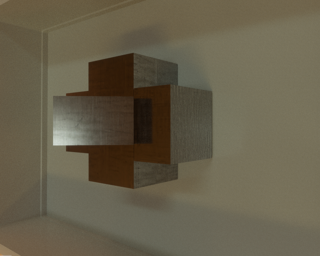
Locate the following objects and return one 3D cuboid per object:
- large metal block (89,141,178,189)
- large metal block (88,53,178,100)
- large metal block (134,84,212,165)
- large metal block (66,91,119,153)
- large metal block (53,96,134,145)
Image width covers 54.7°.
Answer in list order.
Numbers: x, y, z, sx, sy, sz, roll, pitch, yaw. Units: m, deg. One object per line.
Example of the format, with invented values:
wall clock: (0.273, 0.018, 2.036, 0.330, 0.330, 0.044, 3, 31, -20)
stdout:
large metal block: (-0.034, 0.042, 0.398, 0.080, 0.081, 0.050, 0, 90, 40)
large metal block: (-0.034, -0.058, 0.398, 0.080, 0.081, 0.050, 0, 90, 40)
large metal block: (0.017, -0.004, 0.353, 0.050, 0.081, 0.080, 0, 90, 39)
large metal block: (-0.084, -0.008, 0.440, 0.050, 0.081, 0.080, 0, 90, 40)
large metal block: (-0.070, -0.008, 0.354, 0.081, 0.080, 0.050, 0, 90, -5)
